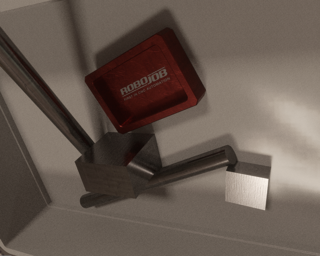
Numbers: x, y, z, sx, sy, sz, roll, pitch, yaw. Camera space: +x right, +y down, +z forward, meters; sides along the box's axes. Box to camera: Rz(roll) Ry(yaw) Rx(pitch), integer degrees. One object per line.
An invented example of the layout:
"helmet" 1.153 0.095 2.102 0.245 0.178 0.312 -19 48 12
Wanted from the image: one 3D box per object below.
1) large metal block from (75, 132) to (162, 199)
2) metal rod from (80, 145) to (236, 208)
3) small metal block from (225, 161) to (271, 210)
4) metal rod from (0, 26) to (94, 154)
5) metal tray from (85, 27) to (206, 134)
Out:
"large metal block" -0.055 0.048 0.430 0.080 0.080 0.050 2 119 27
"metal rod" -0.023 0.082 0.470 0.299 0.025 0.025 -24 105 36
"small metal block" 0.111 0.072 0.394 0.050 0.025 0.050 8 122 23
"metal rod" -0.132 -0.025 0.378 0.025 0.025 0.299 8 148 24
"metal tray" -0.021 -0.052 0.382 0.130 0.030 0.090 -21 108 35
